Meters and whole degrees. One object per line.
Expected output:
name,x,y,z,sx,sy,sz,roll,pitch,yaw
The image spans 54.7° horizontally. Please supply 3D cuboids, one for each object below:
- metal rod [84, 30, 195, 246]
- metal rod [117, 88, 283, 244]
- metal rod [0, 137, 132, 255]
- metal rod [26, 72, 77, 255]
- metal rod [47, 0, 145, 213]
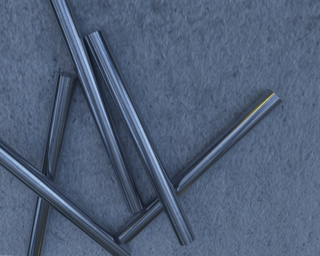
metal rod,-0.020,0.022,0.400,0.025,0.025,0.299,-22,103,7
metal rod,0.047,0.062,0.433,0.025,0.025,0.299,41,105,-14
metal rod,-0.140,0.094,0.418,0.025,0.025,0.300,-34,116,11
metal rod,-0.155,0.069,0.432,0.025,0.025,0.298,15,109,-6
metal rod,-0.076,-0.018,0.401,0.025,0.025,0.298,-15,110,5
